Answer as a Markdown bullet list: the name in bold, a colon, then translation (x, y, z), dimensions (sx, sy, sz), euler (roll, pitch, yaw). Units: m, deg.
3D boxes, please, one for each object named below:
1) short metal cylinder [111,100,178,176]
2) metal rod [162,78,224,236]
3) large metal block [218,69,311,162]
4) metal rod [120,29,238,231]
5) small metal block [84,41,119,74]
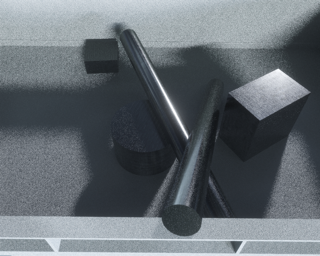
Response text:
- **short metal cylinder**: translation (-0.017, 0.011, 0.379), dimensions (0.081, 0.050, 0.080), euler (1, 50, 0)
- **metal rod**: translation (0.048, -0.002, 0.327), dimensions (0.025, 0.025, 0.301), euler (12, 26, 9)
- **large metal block**: translation (0.125, -0.015, 0.384), dimensions (0.081, 0.080, 0.050), euler (-26, 55, -21)
- **metal rod**: translation (0.005, -0.025, 0.360), dimensions (0.025, 0.025, 0.299), euler (-15, 52, -13)
- **small metal block**: translation (-0.093, -0.114, 0.500), dimensions (0.050, 0.025, 0.050), euler (-3, 50, -3)
